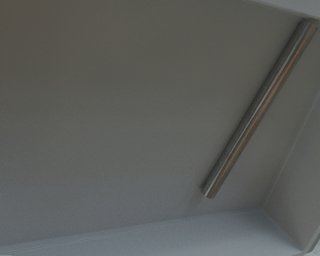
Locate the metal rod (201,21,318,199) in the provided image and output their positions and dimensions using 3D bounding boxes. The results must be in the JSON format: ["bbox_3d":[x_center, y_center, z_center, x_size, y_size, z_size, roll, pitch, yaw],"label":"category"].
[{"bbox_3d":[0.144,-0.017,0.475,0.025,0.025,0.298,15,111,-34],"label":"metal rod"}]
